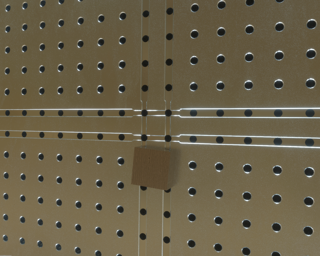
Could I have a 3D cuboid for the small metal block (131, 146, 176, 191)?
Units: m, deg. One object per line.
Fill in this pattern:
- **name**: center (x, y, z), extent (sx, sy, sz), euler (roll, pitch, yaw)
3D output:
- **small metal block**: center (-0.008, 0.053, 0.415), extent (0.050, 0.025, 0.050), euler (6, 92, 19)
